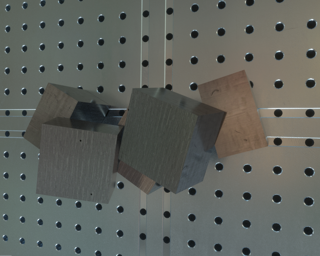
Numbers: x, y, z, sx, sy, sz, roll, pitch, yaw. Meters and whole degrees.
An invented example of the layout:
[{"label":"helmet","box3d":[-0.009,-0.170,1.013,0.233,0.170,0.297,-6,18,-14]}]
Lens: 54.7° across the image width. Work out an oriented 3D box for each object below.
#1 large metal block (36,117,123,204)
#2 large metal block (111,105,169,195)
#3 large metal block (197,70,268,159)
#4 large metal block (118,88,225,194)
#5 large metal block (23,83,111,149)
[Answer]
[{"label":"large metal block","box3d":[-0.091,0.035,0.360,0.081,0.050,0.079,9,100,-2]},{"label":"large metal block","box3d":[-0.018,0.026,0.404,0.080,0.050,0.080,34,101,16]},{"label":"large metal block","box3d":[0.086,-0.014,0.352,0.050,0.080,0.080,-17,85,19]},{"label":"large metal block","box3d":[0.009,0.008,0.321,0.080,0.050,0.079,26,112,33]},{"label":"large metal block","box3d":[-0.125,-0.010,0.425,0.050,0.080,0.080,31,100,17]}]
